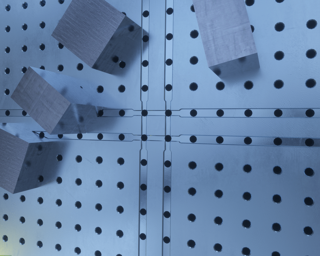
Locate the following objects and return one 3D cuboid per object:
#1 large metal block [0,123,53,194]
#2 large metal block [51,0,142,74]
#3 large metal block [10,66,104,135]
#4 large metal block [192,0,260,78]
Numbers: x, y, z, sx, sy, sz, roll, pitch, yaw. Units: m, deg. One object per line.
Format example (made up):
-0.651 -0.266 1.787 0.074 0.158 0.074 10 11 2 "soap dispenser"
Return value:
-0.225 0.043 0.477 0.080 0.050 0.080 23 97 18 "large metal block"
-0.088 -0.134 0.429 0.080 0.050 0.080 39 102 15 "large metal block"
-0.140 -0.036 0.431 0.080 0.080 0.050 40 103 15 "large metal block"
0.078 -0.108 0.355 0.050 0.080 0.080 -14 86 19 "large metal block"
